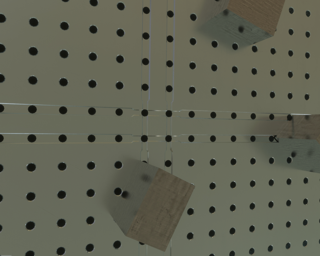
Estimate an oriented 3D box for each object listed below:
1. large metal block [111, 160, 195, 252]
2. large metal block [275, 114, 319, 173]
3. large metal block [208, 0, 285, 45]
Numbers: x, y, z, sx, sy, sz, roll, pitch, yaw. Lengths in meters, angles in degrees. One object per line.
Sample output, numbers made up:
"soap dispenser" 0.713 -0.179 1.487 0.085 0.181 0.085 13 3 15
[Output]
"large metal block" -0.012 0.090 0.379 0.050 0.080 0.080 29 81 -18
"large metal block" 0.240 0.025 0.471 0.080 0.080 0.050 46 76 -15
"large metal block" 0.127 -0.179 0.446 0.080 0.050 0.080 22 83 -19
